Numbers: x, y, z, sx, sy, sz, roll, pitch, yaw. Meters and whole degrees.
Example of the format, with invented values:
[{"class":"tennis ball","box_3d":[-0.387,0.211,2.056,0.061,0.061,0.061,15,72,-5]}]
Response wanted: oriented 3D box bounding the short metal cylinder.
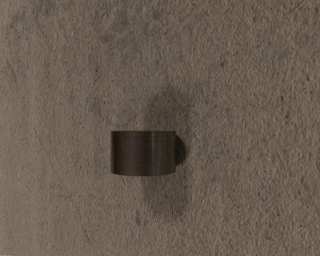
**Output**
[{"class":"short metal cylinder","box_3d":[-0.020,0.029,0.384,0.080,0.081,0.050,0,90,39]}]
